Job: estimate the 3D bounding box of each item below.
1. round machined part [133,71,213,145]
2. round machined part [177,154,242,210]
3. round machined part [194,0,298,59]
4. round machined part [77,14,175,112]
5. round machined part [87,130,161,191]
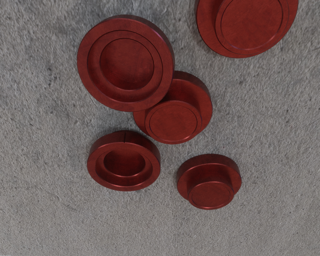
[{"bbox_3d":[0.016,-0.018,0.381,0.099,0.042,0.097,0,130,0],"label":"round machined part"},{"bbox_3d":[0.075,0.088,0.472,0.099,0.042,0.097,0,130,0],"label":"round machined part"},{"bbox_3d":[0.084,-0.111,0.302,0.099,0.042,0.097,0,130,0],"label":"round machined part"},{"bbox_3d":[-0.033,-0.070,0.328,0.099,0.042,0.097,3,120,5],"label":"round machined part"},{"bbox_3d":[-0.048,0.041,0.430,0.099,0.042,0.097,0,130,0],"label":"round machined part"}]
